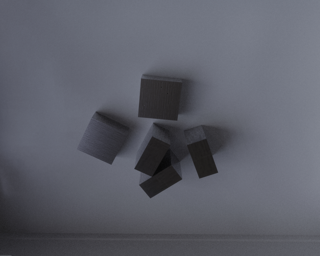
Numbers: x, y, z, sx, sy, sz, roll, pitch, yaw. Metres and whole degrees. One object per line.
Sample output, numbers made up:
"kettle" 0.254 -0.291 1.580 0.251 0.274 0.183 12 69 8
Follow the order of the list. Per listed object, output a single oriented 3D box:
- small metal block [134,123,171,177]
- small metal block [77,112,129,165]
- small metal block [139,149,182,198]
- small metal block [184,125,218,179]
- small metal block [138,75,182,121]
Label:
"small metal block" -0.010 0.028 0.408 0.025 0.050 0.050 26 108 -9
"small metal block" -0.076 0.014 0.416 0.050 0.025 0.050 26 108 -10
"small metal block" 0.001 0.061 0.420 0.050 0.050 0.025 -33 107 11
"small metal block" 0.053 0.030 0.409 0.025 0.050 0.050 -19 109 7
"small metal block" 0.000 -0.039 0.397 0.050 0.025 0.050 5 110 -2
